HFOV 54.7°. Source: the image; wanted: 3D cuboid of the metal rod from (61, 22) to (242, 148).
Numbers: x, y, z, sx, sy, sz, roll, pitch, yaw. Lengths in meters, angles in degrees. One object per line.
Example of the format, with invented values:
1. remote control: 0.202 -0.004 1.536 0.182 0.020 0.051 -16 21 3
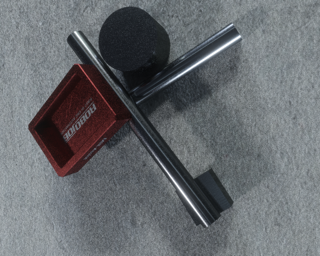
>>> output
1. metal rod: -0.030 -0.044 0.420 0.300 0.025 0.025 -31 80 17

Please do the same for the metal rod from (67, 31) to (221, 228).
1. metal rod: -0.027 -0.007 0.393 0.025 0.025 0.299 -41 78 15

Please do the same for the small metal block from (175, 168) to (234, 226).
1. small metal block: 0.056 0.086 0.390 0.050 0.025 0.050 -35 79 16

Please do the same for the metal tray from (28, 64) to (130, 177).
1. metal tray: -0.109 -0.008 0.404 0.130 0.030 0.090 -43 76 26

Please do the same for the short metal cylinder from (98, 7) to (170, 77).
1. short metal cylinder: -0.032 -0.110 0.407 0.080 0.050 0.079 0 90 19
